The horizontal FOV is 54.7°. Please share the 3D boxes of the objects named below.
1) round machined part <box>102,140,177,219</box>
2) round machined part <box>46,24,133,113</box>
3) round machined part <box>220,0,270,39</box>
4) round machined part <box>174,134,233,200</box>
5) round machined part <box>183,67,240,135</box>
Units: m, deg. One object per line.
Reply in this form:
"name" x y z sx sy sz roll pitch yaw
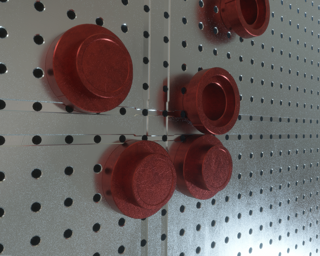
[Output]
"round machined part" -0.018 0.064 0.385 0.099 0.042 0.097 0 90 -40
"round machined part" -0.069 -0.066 0.341 0.099 0.042 0.097 0 90 -40
"round machined part" 0.138 -0.198 0.517 0.099 0.042 0.097 0 90 -40
"round machined part" 0.071 0.058 0.460 0.099 0.042 0.097 0 90 -40
"round machined part" 0.073 -0.039 0.462 0.099 0.042 0.097 0 90 -40
